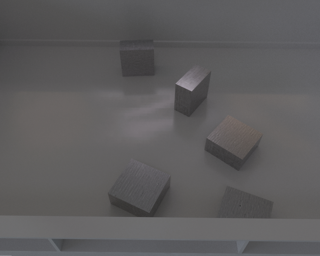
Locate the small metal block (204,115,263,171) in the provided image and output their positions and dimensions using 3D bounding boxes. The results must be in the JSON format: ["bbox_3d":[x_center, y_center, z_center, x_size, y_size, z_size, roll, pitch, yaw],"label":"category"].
[{"bbox_3d":[0.092,0.018,0.391,0.050,0.025,0.050,33,57,24],"label":"small metal block"}]

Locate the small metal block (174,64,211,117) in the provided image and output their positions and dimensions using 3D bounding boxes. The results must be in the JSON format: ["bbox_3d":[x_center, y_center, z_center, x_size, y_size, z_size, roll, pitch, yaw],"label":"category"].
[{"bbox_3d":[0.045,-0.052,0.433,0.025,0.050,0.050,29,56,22],"label":"small metal block"}]

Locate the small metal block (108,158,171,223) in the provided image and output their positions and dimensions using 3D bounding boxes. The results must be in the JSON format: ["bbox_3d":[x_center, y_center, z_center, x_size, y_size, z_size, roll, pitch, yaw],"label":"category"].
[{"bbox_3d":[-0.022,0.069,0.347,0.050,0.025,0.050,21,53,17],"label":"small metal block"}]

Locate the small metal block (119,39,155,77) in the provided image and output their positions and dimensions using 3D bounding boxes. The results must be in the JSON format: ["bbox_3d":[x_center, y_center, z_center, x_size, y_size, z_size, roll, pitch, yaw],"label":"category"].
[{"bbox_3d":[-0.035,-0.108,0.479,0.050,0.050,0.025,-3,50,-2],"label":"small metal block"}]

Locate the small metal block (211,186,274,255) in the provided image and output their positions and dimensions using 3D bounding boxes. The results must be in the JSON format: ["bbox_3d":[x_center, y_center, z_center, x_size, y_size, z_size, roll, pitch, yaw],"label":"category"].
[{"bbox_3d":[0.086,0.096,0.325,0.050,0.025,0.050,18,52,14],"label":"small metal block"}]
